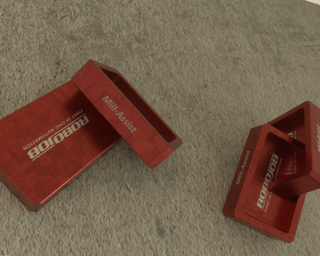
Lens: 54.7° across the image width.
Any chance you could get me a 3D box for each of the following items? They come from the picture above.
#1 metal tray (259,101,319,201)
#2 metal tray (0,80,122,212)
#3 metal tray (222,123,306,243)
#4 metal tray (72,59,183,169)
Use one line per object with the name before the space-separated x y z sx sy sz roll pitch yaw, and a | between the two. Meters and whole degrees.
metal tray | 0.183 0.033 0.435 0.030 0.090 0.130 34 49 -15
metal tray | -0.111 0.012 0.333 0.090 0.030 0.131 45 51 3
metal tray | 0.146 0.071 0.407 0.090 0.030 0.130 27 72 -12
metal tray | -0.032 -0.017 0.359 0.130 0.030 0.090 48 10 5
